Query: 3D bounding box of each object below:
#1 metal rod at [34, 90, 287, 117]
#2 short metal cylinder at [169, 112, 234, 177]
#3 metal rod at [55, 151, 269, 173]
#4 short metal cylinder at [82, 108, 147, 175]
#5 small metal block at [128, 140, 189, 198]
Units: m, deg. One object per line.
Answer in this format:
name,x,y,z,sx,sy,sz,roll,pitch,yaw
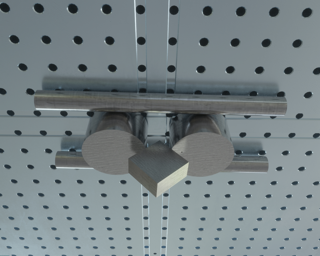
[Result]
metal rod,0.002,-0.030,0.381,0.302,0.025,0.025,1,130,-2
short metal cylinder,0.053,0.019,0.408,0.081,0.050,0.079,0,130,0
metal rod,0.004,0.050,0.450,0.302,0.025,0.025,2,130,-2
short metal cylinder,-0.057,0.016,0.404,0.081,0.050,0.079,0,130,0
small metal block,-0.002,0.047,0.370,0.050,0.050,0.025,-29,140,-34
